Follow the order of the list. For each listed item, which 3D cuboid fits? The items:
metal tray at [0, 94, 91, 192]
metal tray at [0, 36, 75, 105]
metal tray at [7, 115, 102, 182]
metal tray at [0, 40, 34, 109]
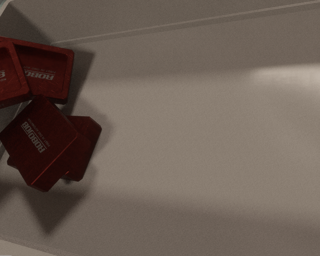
[{"bbox_3d":[-0.166,0.016,0.438,0.090,0.030,0.130,-48,52,-6],"label":"metal tray"},{"bbox_3d":[-0.213,-0.093,0.506,0.131,0.030,0.090,8,75,-14],"label":"metal tray"},{"bbox_3d":[-0.161,0.026,0.468,0.130,0.030,0.090,3,63,29],"label":"metal tray"},{"bbox_3d":[-0.266,-0.068,0.452,0.131,0.030,0.090,-20,81,-16],"label":"metal tray"}]
